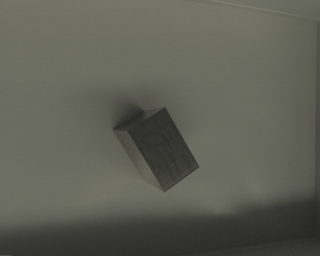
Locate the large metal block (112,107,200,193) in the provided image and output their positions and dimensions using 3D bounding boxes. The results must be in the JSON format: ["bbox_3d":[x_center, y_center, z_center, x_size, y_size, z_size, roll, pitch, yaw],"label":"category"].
[{"bbox_3d":[-0.008,0.024,0.378,0.050,0.080,0.080,-33,101,-17],"label":"large metal block"}]
